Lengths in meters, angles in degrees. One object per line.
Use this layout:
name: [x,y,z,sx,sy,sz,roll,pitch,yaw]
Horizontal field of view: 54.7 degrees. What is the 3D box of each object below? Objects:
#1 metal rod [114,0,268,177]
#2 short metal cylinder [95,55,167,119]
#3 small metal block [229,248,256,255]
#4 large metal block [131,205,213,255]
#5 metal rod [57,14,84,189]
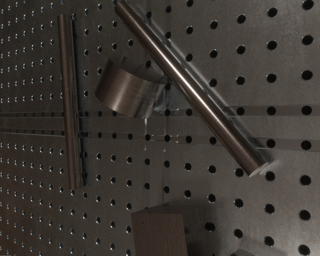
metal rod: [0.024,-0.066,0.387,0.025,0.025,0.300,-50,61,28]
short metal cylinder: [-0.037,-0.054,0.402,0.080,0.081,0.050,41,115,32]
small metal block: [0.098,0.165,0.328,0.050,0.025,0.050,13,98,39]
large metal block: [0.015,0.140,0.379,0.080,0.050,0.080,-12,82,39]
metal rod: [-0.154,-0.047,0.533,0.025,0.025,0.298,-9,85,39]
